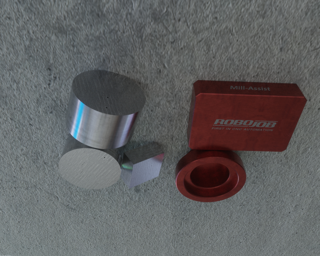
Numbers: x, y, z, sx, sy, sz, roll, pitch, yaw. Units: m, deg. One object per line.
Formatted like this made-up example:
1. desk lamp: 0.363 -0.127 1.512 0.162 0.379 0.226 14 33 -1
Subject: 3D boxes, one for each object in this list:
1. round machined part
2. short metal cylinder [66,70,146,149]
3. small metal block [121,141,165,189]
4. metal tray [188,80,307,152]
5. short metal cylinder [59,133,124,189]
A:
1. round machined part: 0.071 0.061 0.449 0.099 0.042 0.097 0 131 0
2. short metal cylinder: -0.062 -0.022 0.352 0.081 0.080 0.050 14 129 -12
3. small metal block: -0.025 0.052 0.435 0.050 0.025 0.050 -18 139 -32
4. metal tray: 0.104 -0.013 0.394 0.131 0.030 0.089 2 130 -2
5. short metal cylinder: -0.091 0.039 0.423 0.081 0.050 0.079 0 130 0
